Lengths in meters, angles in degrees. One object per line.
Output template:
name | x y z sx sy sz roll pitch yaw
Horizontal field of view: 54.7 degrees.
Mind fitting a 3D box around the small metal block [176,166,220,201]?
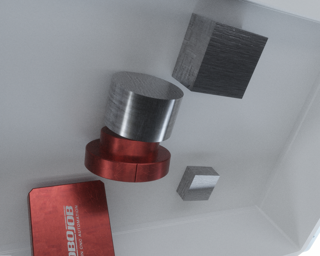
small metal block | 0.061 0.090 0.500 0.050 0.025 0.050 7 115 -32

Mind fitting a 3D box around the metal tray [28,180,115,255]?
metal tray | -0.106 0.134 0.375 0.091 0.129 0.030 -3 161 -28

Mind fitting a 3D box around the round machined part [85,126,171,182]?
round machined part | -0.036 0.024 0.360 0.099 0.098 0.042 0 105 -29

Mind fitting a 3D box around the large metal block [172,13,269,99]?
large metal block | 0.072 -0.086 0.380 0.081 0.050 0.079 4 116 -31

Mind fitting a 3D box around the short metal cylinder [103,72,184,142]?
short metal cylinder | -0.019 -0.026 0.348 0.081 0.080 0.050 2 118 -30
